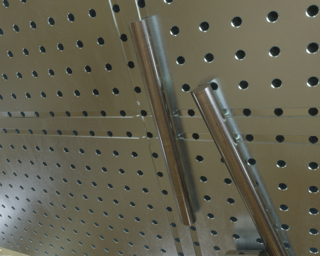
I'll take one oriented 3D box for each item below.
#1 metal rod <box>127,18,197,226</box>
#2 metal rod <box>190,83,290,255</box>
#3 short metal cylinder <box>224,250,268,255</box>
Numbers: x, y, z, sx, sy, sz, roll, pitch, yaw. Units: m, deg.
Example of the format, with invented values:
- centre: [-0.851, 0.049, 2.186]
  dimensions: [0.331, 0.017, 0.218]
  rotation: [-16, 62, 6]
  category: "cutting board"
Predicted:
- centre: [0.010, 0.009, 0.411]
  dimensions: [0.025, 0.025, 0.298]
  rotation: [0, 119, 28]
  category: "metal rod"
- centre: [0.114, 0.080, 0.400]
  dimensions: [0.025, 0.025, 0.299]
  rotation: [-17, 110, 34]
  category: "metal rod"
- centre: [0.128, 0.217, 0.443]
  dimensions: [0.050, 0.080, 0.080]
  rotation: [-15, 111, 34]
  category: "short metal cylinder"
